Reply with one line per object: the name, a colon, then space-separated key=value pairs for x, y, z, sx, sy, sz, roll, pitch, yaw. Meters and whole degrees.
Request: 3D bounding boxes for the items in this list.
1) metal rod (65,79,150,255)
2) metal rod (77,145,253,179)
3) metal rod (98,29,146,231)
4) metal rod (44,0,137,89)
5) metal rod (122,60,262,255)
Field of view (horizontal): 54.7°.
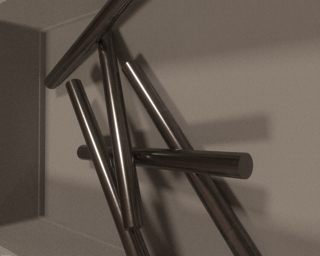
metal rod: x=-0.074 y=0.051 z=0.415 sx=0.025 sy=0.025 sz=0.299 roll=-44 pitch=58 yaw=31
metal rod: x=-0.022 y=0.038 z=0.398 sx=0.300 sy=0.025 sz=0.025 roll=-1 pitch=89 yaw=47
metal rod: x=-0.057 y=-0.019 z=0.411 sx=0.025 sy=0.025 sz=0.299 roll=-33 pitch=58 yaw=35
metal rod: x=-0.110 y=-0.127 z=0.459 sx=0.299 sy=0.025 sz=0.025 roll=-26 pitch=74 yaw=48
metal rod: x=0.029 y=0.031 z=0.381 sx=0.025 sy=0.025 sz=0.299 roll=-46 pitch=63 yaw=30
